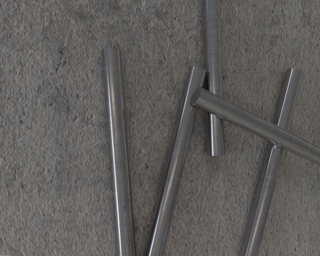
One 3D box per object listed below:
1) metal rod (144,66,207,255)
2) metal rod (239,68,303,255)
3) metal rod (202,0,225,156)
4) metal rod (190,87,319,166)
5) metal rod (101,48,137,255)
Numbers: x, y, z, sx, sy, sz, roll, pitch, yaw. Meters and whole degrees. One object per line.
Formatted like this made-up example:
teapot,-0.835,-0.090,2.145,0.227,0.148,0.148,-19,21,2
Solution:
metal rod,0.017,0.064,0.415,0.025,0.025,0.299,15,85,-20
metal rod,0.170,0.054,0.471,0.025,0.025,0.299,18,84,-19
metal rod,0.074,-0.111,0.435,0.025,0.025,0.298,-3,91,-20
metal rod,0.177,0.015,0.446,0.302,0.025,0.025,24,82,-19
metal rod,-0.050,0.052,0.390,0.025,0.025,0.298,-5,92,-20
